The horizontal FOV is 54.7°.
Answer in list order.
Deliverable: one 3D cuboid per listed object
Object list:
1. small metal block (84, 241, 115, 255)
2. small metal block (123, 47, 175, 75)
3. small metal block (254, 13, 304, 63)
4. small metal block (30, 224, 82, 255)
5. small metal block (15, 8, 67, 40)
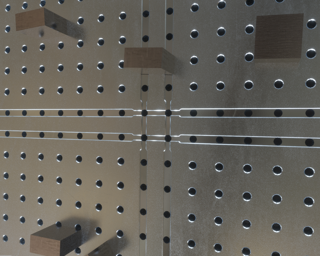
[{"bbox_3d":[-0.099,0.190,0.433,0.050,0.050,0.025,-37,79,16],"label":"small metal block"},{"bbox_3d":[-0.013,-0.086,0.403,0.050,0.050,0.025,5,92,19],"label":"small metal block"},{"bbox_3d":[0.139,-0.104,0.364,0.050,0.025,0.050,4,91,19],"label":"small metal block"},{"bbox_3d":[-0.151,0.164,0.451,0.050,0.050,0.025,3,91,19],"label":"small metal block"},{"bbox_3d":[-0.175,-0.153,0.459,0.050,0.050,0.025,-4,89,19],"label":"small metal block"}]
